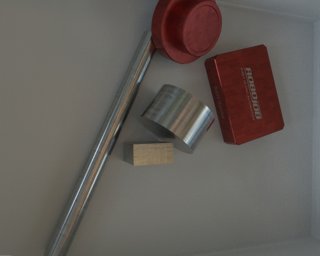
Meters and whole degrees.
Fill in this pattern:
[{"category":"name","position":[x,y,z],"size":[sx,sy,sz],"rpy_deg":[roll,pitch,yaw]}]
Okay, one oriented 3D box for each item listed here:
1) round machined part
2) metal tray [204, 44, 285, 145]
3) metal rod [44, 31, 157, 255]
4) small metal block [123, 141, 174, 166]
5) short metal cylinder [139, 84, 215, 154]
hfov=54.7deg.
[{"category":"round machined part","position":[0.041,-0.129,0.394],"size":[0.099,0.042,0.097],"rpy_deg":[-23,128,-32]},{"category":"metal tray","position":[0.126,-0.049,0.456],"size":[0.091,0.030,0.129],"rpy_deg":[-17,96,-20]},{"category":"metal rod","position":[-0.067,0.016,0.386],"size":[0.025,0.025,0.299],"rpy_deg":[26,81,-19]},{"category":"small metal block","position":[-0.016,0.031,0.392],"size":[0.050,0.050,0.025],"rpy_deg":[-1,91,-20]},{"category":"short metal cylinder","position":[0.021,-0.010,0.390],"size":[0.080,0.080,0.050],"rpy_deg":[38,78,-17]}]
